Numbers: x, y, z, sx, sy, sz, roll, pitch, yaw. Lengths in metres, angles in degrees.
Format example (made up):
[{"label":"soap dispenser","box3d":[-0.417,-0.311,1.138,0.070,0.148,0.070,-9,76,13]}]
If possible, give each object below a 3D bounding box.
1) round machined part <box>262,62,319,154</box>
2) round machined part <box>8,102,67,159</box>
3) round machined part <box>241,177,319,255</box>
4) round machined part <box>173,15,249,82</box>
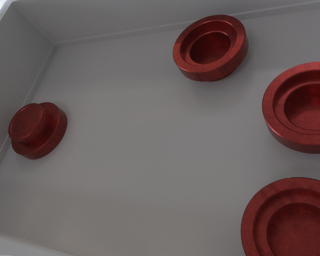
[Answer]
[{"label":"round machined part","box3d":[0.160,-0.017,0.321,0.098,0.042,0.098,-13,56,21]},{"label":"round machined part","box3d":[-0.205,-0.002,0.504,0.098,0.042,0.098,-13,56,21]},{"label":"round machined part","box3d":[0.125,0.096,0.270,0.098,0.042,0.098,-13,56,21]},{"label":"round machined part","box3d":[0.071,-0.102,0.421,0.098,0.042,0.098,-13,56,21]}]
